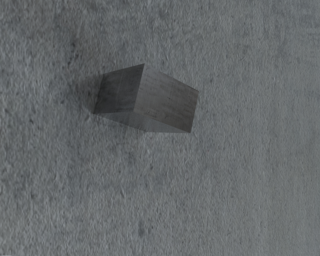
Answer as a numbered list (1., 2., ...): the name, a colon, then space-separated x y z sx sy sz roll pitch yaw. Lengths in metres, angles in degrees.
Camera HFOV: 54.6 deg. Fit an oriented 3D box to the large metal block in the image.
1. large metal block: -0.016 -0.029 0.354 0.080 0.080 0.050 20 78 -38
